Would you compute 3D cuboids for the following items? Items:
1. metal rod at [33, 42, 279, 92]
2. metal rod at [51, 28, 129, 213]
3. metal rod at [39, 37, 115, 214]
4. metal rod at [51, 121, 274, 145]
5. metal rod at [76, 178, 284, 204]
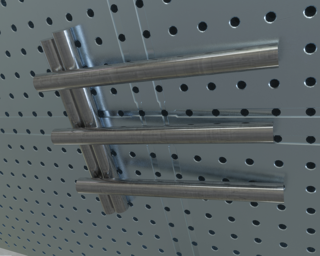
[{"bbox_3d":[-0.022,-0.066,0.362,0.301,0.025,0.025,-2,118,22],"label":"metal rod"},{"bbox_3d":[-0.096,0.005,0.462,0.025,0.025,0.298,1,119,27],"label":"metal rod"},{"bbox_3d":[-0.117,0.012,0.477,0.025,0.025,0.298,1,119,27],"label":"metal rod"},{"bbox_3d":[-0.013,0.009,0.402,0.301,0.025,0.025,-2,118,21],"label":"metal rod"},{"bbox_3d":[0.013,0.086,0.437,0.301,0.025,0.025,-2,118,22],"label":"metal rod"}]
